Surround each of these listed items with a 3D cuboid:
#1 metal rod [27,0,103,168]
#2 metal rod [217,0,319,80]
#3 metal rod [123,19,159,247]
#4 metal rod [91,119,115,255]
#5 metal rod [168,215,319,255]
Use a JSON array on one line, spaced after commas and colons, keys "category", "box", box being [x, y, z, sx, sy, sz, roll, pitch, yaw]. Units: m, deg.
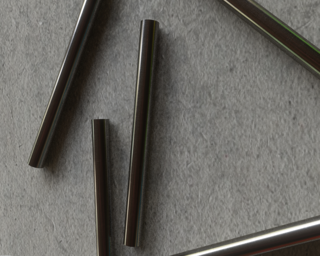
[{"category": "metal rod", "box": [-0.135, -0.081, 0.454, 0.025, 0.025, 0.298, 24, 98, 18]}, {"category": "metal rod", "box": [0.113, -0.134, 0.368, 0.300, 0.025, 0.025, 44, 104, 14]}, {"category": "metal rod", "box": [-0.025, 0.008, 0.416, 0.025, 0.025, 0.298, 5, 92, 19]}, {"category": "metal rod", "box": [-0.078, 0.137, 0.435, 0.025, 0.025, 0.298, -3, 89, 19]}, {"category": "metal rod", "box": [0.079, 0.153, 0.380, 0.300, 0.025, 0.025, -23, 83, 18]}]
